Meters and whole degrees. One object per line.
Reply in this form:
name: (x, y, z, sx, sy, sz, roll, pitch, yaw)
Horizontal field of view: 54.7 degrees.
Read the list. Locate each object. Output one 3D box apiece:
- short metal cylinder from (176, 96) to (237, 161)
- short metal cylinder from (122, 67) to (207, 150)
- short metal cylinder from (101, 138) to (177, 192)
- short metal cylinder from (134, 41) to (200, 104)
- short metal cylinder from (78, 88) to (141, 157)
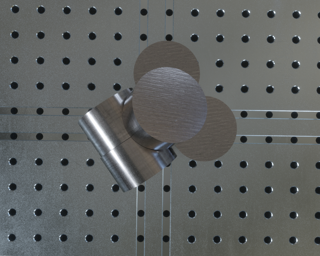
short metal cylinder: (0.053, 0.001, 0.401, 0.081, 0.050, 0.079, 0, 90, -1)
short metal cylinder: (0.004, -0.019, 0.337, 0.081, 0.050, 0.080, 4, 77, -17)
short metal cylinder: (-0.026, 0.036, 0.385, 0.080, 0.080, 0.050, -34, 90, 0)
short metal cylinder: (0.008, -0.066, 0.400, 0.081, 0.050, 0.079, 0, 90, -1)
short metal cylinder: (-0.053, -0.007, 0.385, 0.080, 0.080, 0.050, -34, 90, 0)
